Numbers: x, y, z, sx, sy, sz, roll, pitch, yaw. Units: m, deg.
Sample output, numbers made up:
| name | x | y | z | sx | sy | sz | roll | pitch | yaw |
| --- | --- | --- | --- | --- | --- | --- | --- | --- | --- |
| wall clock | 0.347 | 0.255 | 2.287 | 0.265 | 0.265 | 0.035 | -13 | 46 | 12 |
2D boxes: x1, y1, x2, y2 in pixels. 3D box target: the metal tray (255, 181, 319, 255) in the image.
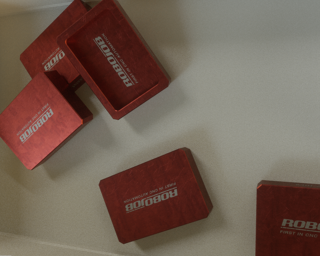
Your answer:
| name | x | y | z | sx | sy | sz | roll | pitch | yaw |
| --- | --- | --- | --- | --- | --- | --- | --- | --- | --- |
| metal tray | 0.176 | 0.110 | 0.346 | 0.130 | 0.030 | 0.089 | 1 | 90 | 19 |

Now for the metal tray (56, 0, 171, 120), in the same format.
| name | x | y | z | sx | sy | sz | roll | pitch | yaw |
| --- | --- | --- | --- | --- | --- | --- | --- | --- | --- |
| metal tray | -0.058 | -0.087 | 0.403 | 0.090 | 0.030 | 0.130 | -33 | 100 | 15 |

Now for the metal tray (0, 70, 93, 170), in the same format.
| name | x | y | z | sx | sy | sz | roll | pitch | yaw |
| --- | --- | --- | --- | --- | --- | --- | --- | --- | --- |
| metal tray | -0.171 | -0.010 | 0.446 | 0.130 | 0.030 | 0.090 | -38 | 93 | 23 |

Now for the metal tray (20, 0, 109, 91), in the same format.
| name | x | y | z | sx | sy | sz | roll | pitch | yaw |
| --- | --- | --- | --- | --- | --- | --- | --- | --- | --- |
| metal tray | -0.134 | -0.109 | 0.454 | 0.130 | 0.030 | 0.090 | -38 | 78 | 15 |

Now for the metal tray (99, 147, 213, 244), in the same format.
| name | x | y | z | sx | sy | sz | roll | pitch | yaw |
| --- | --- | --- | --- | --- | --- | --- | --- | --- | --- |
| metal tray | -0.007 | 0.089 | 0.410 | 0.130 | 0.030 | 0.090 | -24 | 82 | 18 |
